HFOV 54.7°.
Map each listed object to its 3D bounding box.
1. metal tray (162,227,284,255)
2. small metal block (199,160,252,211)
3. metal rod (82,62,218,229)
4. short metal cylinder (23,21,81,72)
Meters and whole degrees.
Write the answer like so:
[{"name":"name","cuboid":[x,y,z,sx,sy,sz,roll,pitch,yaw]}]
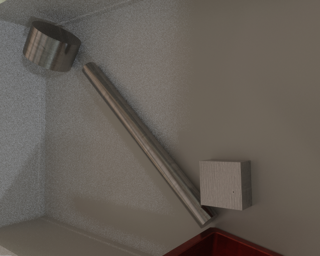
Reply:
[{"name":"metal tray","cuboid":[0.053,0.142,0.293,0.090,0.131,0.030,12,101,39]},{"name":"small metal block","cuboid":[0.073,0.061,0.345,0.050,0.025,0.050,-3,88,39]},{"name":"metal rod","cuboid":[-0.028,0.006,0.427,0.300,0.025,0.025,50,119,28]},{"name":"short metal cylinder","cuboid":[-0.179,-0.136,0.516,0.080,0.081,0.050,44,116,31]}]
